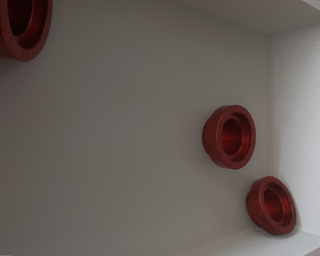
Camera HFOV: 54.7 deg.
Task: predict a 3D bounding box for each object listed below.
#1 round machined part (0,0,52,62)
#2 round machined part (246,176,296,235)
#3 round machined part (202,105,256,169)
[{"bbox_3d":[-0.131,-0.108,0.262,0.042,0.098,0.098,10,82,0],"label":"round machined part"},{"bbox_3d":[0.188,0.137,0.539,0.099,0.042,0.098,20,55,-31],"label":"round machined part"},{"bbox_3d":[0.103,0.014,0.482,0.099,0.042,0.097,0,90,-40],"label":"round machined part"}]
